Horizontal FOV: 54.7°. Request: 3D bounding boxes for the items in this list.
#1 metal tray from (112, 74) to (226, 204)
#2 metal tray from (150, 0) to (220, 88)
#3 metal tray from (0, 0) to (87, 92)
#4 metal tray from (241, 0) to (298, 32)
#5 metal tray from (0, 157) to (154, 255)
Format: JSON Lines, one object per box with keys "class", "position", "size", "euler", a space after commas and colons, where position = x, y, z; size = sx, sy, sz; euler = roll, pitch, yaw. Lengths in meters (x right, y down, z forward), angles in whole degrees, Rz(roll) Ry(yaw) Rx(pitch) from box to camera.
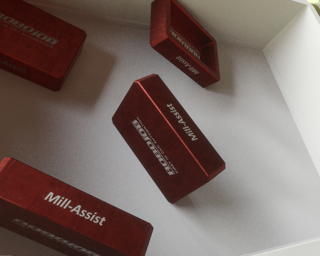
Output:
{"class": "metal tray", "position": [0.004, 0.015, 0.356], "size": [0.030, 0.090, 0.130], "euler": [-29, 78, -37]}
{"class": "metal tray", "position": [0.041, -0.129, 0.468], "size": [0.131, 0.030, 0.090], "euler": [29, 50, -40]}
{"class": "metal tray", "position": [-0.168, -0.110, 0.379], "size": [0.131, 0.030, 0.090], "euler": [24, 53, -14]}
{"class": "metal tray", "position": [0.256, -0.290, 0.719], "size": [0.130, 0.030, 0.090], "euler": [33, 51, -7]}
{"class": "metal tray", "position": [-0.082, 0.082, 0.269], "size": [0.131, 0.090, 0.030], "euler": [29, 52, -10]}
